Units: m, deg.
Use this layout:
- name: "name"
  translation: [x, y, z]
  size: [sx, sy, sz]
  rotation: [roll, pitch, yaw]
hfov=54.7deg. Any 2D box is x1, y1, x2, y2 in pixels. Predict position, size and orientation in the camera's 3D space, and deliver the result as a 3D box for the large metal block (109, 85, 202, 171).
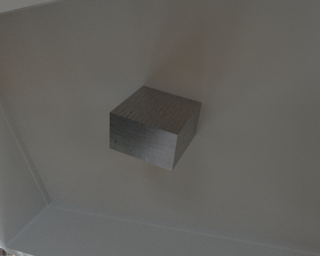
- name: "large metal block"
  translation: [-0.004, -0.004, 0.372]
  size: [0.080, 0.080, 0.050]
  rotation: [18, 126, 17]
